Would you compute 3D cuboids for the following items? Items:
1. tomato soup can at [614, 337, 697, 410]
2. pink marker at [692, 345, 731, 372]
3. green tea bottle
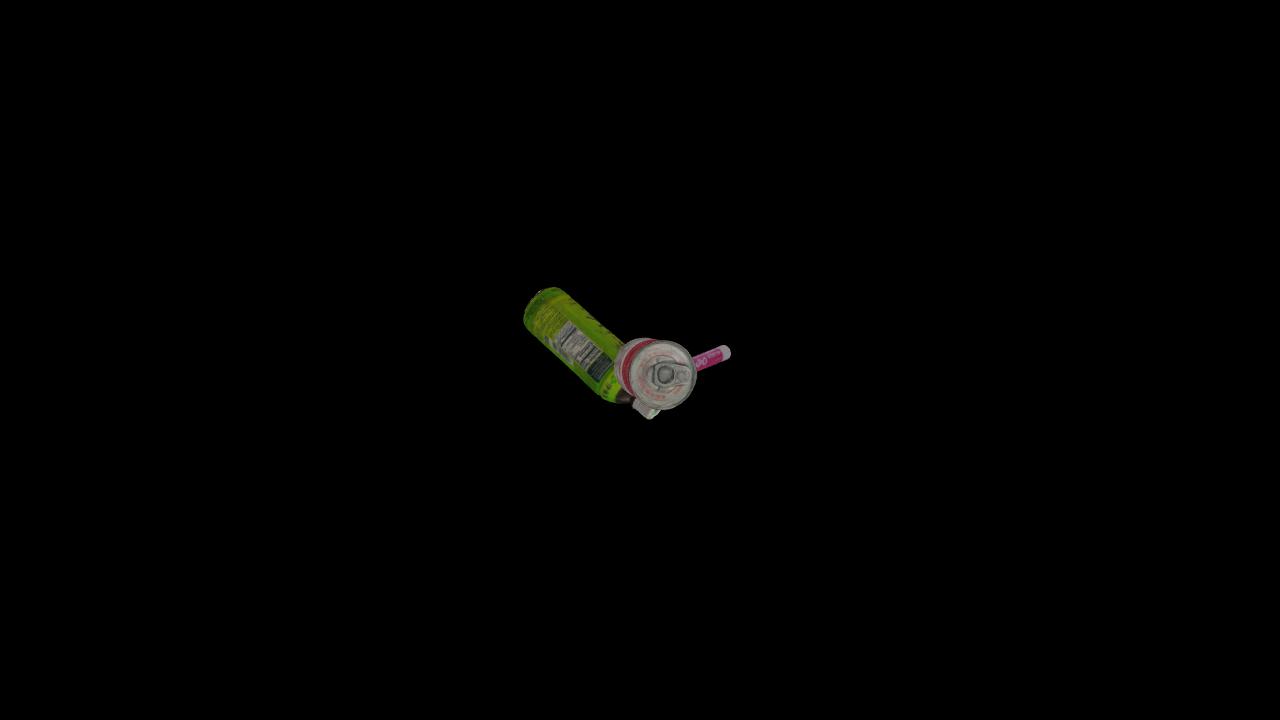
[{"bbox_3d":[0.012,0.011,0.637,0.068,0.068,0.101,0,4,-12],"label":"tomato soup can"},{"bbox_3d":[0.061,0.007,0.718,0.121,0.020,0.020,-20,13,-39],"label":"pink marker"},{"bbox_3d":[-0.055,-0.005,0.757,0.212,0.073,0.073,43,20,23],"label":"green tea bottle"}]
